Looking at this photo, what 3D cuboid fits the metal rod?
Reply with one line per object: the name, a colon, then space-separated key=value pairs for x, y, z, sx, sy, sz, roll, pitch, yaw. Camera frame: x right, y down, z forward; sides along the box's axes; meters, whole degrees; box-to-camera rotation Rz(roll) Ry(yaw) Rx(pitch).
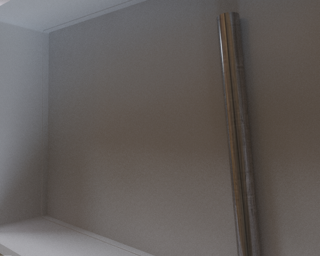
metal rod: x=0.087 y=0.025 z=0.335 sx=0.025 sy=0.025 sz=0.299 roll=-7 pitch=85 yaw=40
